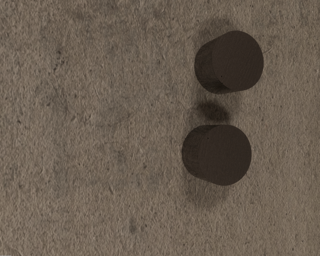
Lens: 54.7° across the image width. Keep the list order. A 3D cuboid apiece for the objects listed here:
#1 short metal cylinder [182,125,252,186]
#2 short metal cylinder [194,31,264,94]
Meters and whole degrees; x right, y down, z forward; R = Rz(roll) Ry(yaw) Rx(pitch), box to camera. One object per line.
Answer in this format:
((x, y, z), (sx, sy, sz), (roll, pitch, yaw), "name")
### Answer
((0.077, 0.035, 0.426), (0.081, 0.050, 0.079), (0, 90, -21), "short metal cylinder")
((0.095, -0.089, 0.432), (0.081, 0.050, 0.079), (0, 90, -21), "short metal cylinder")
